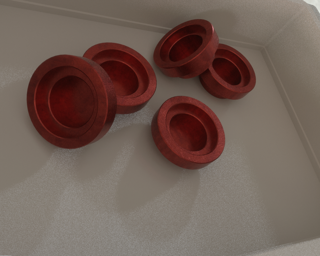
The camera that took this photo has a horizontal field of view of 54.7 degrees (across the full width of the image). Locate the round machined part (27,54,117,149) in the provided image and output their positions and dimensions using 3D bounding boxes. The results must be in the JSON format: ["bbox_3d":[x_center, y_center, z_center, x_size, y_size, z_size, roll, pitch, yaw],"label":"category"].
[{"bbox_3d":[-0.091,-0.029,0.338,0.098,0.098,0.042,50,19,6],"label":"round machined part"}]

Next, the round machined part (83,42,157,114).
[{"bbox_3d":[-0.057,-0.059,0.401,0.099,0.042,0.098,14,56,-21],"label":"round machined part"}]

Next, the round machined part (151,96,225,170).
[{"bbox_3d":[0.033,0.009,0.409,0.099,0.042,0.098,14,56,-21],"label":"round machined part"}]

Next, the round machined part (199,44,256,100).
[{"bbox_3d":[0.104,-0.087,0.506,0.099,0.042,0.098,14,56,-21],"label":"round machined part"}]

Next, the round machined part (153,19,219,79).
[{"bbox_3d":[0.042,-0.113,0.464,0.042,0.098,0.098,48,40,-42],"label":"round machined part"}]
